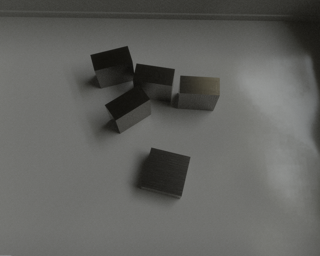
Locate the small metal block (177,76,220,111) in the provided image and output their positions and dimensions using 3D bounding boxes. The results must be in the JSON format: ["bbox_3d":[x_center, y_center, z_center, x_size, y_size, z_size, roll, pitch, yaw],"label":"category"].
[{"bbox_3d":[0.050,-0.045,0.414,0.050,0.050,0.025,3,70,1],"label":"small metal block"}]

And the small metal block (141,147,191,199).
[{"bbox_3d":[0.007,0.057,0.389,0.050,0.025,0.050,13,70,4],"label":"small metal block"}]

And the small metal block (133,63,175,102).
[{"bbox_3d":[-0.008,-0.060,0.418,0.050,0.050,0.025,9,71,3],"label":"small metal block"}]

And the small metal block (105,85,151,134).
[{"bbox_3d":[-0.040,-0.023,0.404,0.050,0.050,0.025,-33,74,-11],"label":"small metal block"}]

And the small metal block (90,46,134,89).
[{"bbox_3d":[-0.063,-0.082,0.426,0.050,0.050,0.025,-16,71,-6],"label":"small metal block"}]
